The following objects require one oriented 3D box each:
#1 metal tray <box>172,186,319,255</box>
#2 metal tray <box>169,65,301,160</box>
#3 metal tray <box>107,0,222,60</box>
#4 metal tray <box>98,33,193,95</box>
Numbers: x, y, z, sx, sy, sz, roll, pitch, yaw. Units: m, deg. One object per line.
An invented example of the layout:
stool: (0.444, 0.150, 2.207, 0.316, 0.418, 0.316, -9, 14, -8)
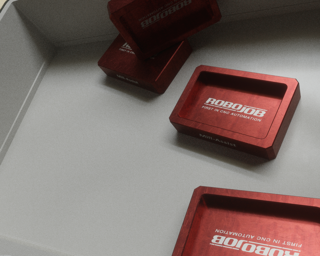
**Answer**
metal tray: (0.084, 0.103, 0.278, 0.130, 0.030, 0.090, 1, 46, 29)
metal tray: (0.087, -0.024, 0.371, 0.130, 0.030, 0.090, 17, 70, 34)
metal tray: (0.008, -0.156, 0.416, 0.130, 0.090, 0.030, -25, 53, 12)
metal tray: (-0.026, -0.112, 0.485, 0.130, 0.030, 0.090, 24, 75, 36)
